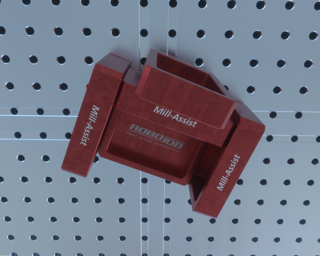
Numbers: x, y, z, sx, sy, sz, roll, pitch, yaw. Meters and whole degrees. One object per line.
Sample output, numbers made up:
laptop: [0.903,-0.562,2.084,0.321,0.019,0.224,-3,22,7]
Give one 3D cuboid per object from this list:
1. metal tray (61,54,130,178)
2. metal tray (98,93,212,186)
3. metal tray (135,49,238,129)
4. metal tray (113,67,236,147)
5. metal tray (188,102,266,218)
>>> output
metal tray: [-0.075,-0.018,0.371,0.030,0.090,0.129,20,109,-8]
metal tray: [-0.006,0.015,0.415,0.131,0.030,0.089,21,109,-8]
metal tray: [0.024,-0.048,0.339,0.090,0.130,0.030,21,109,-8]
metal tray: [0.016,-0.028,0.368,0.131,0.090,0.030,20,109,-8]
metal tray: [0.077,0.035,0.391,0.030,0.090,0.129,21,109,-7]
